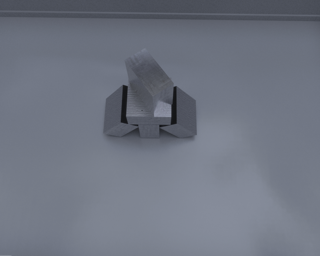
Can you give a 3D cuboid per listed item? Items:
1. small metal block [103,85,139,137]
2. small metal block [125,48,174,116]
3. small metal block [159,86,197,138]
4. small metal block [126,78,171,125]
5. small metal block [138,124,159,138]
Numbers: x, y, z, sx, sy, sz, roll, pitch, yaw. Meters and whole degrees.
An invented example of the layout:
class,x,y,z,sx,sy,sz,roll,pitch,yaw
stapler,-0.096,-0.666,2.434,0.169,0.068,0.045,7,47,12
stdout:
class,x,y,z,sx,sy,sz,roll,pitch,yaw
small metal block,-0.049,-0.021,0.398,0.025,0.050,0.050,13,66,-31
small metal block,-0.011,-0.048,0.331,0.025,0.050,0.050,-34,73,-11
small metal block,0.024,-0.019,0.399,0.025,0.050,0.050,-13,66,32
small metal block,-0.012,-0.032,0.365,0.050,0.025,0.050,1,70,0
small metal block,-0.013,-0.019,0.401,0.025,0.050,0.050,1,70,0
